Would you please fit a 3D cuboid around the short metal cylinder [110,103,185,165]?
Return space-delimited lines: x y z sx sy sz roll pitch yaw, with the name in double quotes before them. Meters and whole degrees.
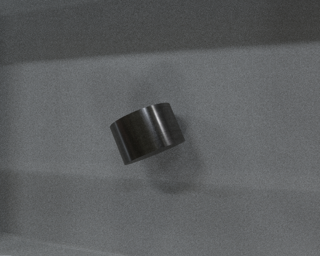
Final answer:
"short metal cylinder" -0.015 0.008 0.386 0.080 0.080 0.050 -25 82 18
